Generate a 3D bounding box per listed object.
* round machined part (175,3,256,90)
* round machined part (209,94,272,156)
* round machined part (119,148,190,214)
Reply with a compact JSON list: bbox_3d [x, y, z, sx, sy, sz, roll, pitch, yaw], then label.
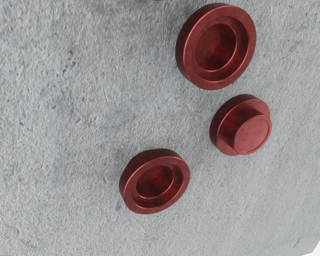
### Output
[{"bbox_3d":[0.061,-0.098,0.369,0.099,0.042,0.097,-14,124,-21],"label":"round machined part"},{"bbox_3d":[0.127,0.002,0.466,0.099,0.042,0.097,-14,124,-21],"label":"round machined part"},{"bbox_3d":[-0.011,0.069,0.433,0.099,0.042,0.097,-14,124,-21],"label":"round machined part"}]
